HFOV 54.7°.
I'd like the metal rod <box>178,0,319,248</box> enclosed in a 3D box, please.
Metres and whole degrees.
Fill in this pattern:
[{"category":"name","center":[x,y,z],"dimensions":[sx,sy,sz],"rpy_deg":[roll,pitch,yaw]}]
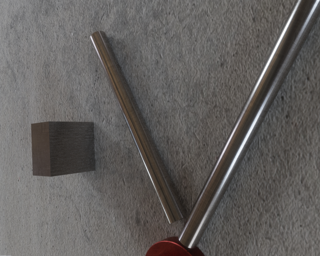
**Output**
[{"category":"metal rod","center":[0.089,0.005,0.330],"dimensions":[0.025,0.025,0.298],"rpy_deg":[35,111,34]}]

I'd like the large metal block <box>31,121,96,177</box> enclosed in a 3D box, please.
[{"category":"large metal block","center":[-0.152,0.031,0.492],"dimensions":[0.050,0.081,0.080],"rpy_deg":[-5,87,39]}]

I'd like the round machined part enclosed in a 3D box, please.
[{"category":"round machined part","center":[0.014,0.189,0.380],"dimensions":[0.098,0.042,0.097],"rpy_deg":[0,90,39]}]

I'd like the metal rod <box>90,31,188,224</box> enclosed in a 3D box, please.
[{"category":"metal rod","center":[-0.037,-0.014,0.432],"dimensions":[0.025,0.025,0.299],"rpy_deg":[-38,67,33]}]
